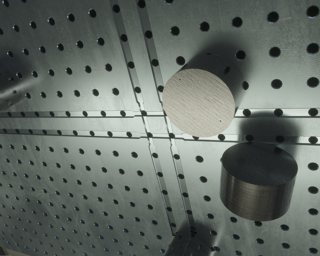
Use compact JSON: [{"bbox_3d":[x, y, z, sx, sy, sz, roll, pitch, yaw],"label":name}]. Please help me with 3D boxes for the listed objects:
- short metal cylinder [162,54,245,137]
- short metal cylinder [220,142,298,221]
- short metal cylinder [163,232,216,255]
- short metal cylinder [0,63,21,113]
[{"bbox_3d":[0.050,-0.036,0.346,0.080,0.050,0.079,13,124,21],"label":"short metal cylinder"},{"bbox_3d":[0.110,0.059,0.354,0.080,0.080,0.050,11,123,22],"label":"short metal cylinder"},{"bbox_3d":[0.046,0.218,0.506,0.080,0.050,0.079,13,124,21],"label":"short metal cylinder"},{"bbox_3d":[-0.277,-0.062,0.503,0.080,0.050,0.079,13,124,21],"label":"short metal cylinder"}]
